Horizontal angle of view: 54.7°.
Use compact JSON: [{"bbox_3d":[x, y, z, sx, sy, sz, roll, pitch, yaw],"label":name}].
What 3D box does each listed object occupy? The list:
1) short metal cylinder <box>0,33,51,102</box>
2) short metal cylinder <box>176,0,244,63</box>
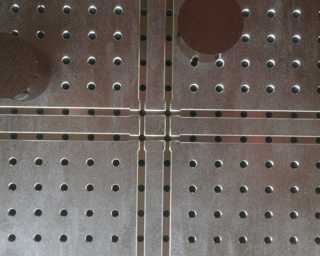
[{"bbox_3d":[-0.190,-0.075,0.398,0.081,0.050,0.079,0,90,-1],"label":"short metal cylinder"},{"bbox_3d":[0.062,-0.129,0.402,0.081,0.050,0.079,0,90,-1],"label":"short metal cylinder"}]
